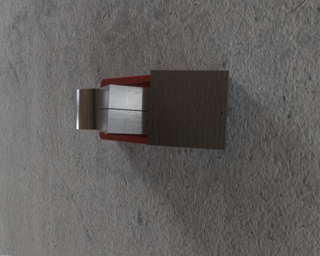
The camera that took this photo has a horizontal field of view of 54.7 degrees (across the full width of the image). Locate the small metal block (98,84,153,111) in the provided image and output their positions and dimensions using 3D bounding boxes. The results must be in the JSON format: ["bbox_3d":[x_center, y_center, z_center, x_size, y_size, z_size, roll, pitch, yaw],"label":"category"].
[{"bbox_3d":[-0.040,-0.033,0.355,0.050,0.050,0.025,-176,88,-66],"label":"small metal block"}]

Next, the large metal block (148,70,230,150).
[{"bbox_3d":[0.034,-0.020,0.343,0.080,0.050,0.079,3,92,14],"label":"large metal block"}]

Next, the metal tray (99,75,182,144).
[{"bbox_3d":[-0.029,-0.025,0.427,0.130,0.030,0.089,3,92,40],"label":"metal tray"}]

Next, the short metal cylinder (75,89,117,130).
[{"bbox_3d":[-0.071,-0.023,0.413,0.080,0.081,0.050,2,91,40],"label":"short metal cylinder"}]

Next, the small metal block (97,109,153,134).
[{"bbox_3d":[-0.041,-0.007,0.355,0.050,0.050,0.025,-176,88,-66],"label":"small metal block"}]
